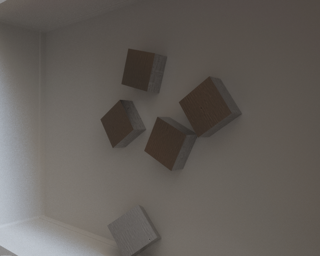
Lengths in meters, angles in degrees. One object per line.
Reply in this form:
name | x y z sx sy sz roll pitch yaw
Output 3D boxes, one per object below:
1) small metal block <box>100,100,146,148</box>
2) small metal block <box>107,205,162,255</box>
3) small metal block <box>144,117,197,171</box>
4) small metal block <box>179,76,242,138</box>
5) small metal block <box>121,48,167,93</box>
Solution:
small metal block | -0.054 -0.005 0.449 0.050 0.025 0.050 -40 66 32
small metal block | -0.034 0.140 0.418 0.050 0.025 0.050 -34 65 -2
small metal block | 0.013 0.019 0.394 0.050 0.025 0.050 33 110 34
small metal block | 0.057 -0.023 0.358 0.050 0.025 0.050 -40 66 32
small metal block | -0.022 -0.078 0.423 0.050 0.025 0.050 21 103 37
